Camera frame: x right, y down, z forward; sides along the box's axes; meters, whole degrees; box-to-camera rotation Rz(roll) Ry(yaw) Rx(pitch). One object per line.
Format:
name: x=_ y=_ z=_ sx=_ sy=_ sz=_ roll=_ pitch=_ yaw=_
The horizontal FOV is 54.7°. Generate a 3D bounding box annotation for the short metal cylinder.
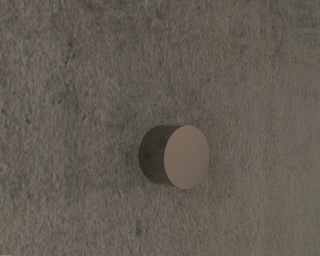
short metal cylinder: x=0.019 y=0.036 z=0.407 sx=0.081 sy=0.050 sz=0.079 roll=0 pitch=90 yaw=-40
